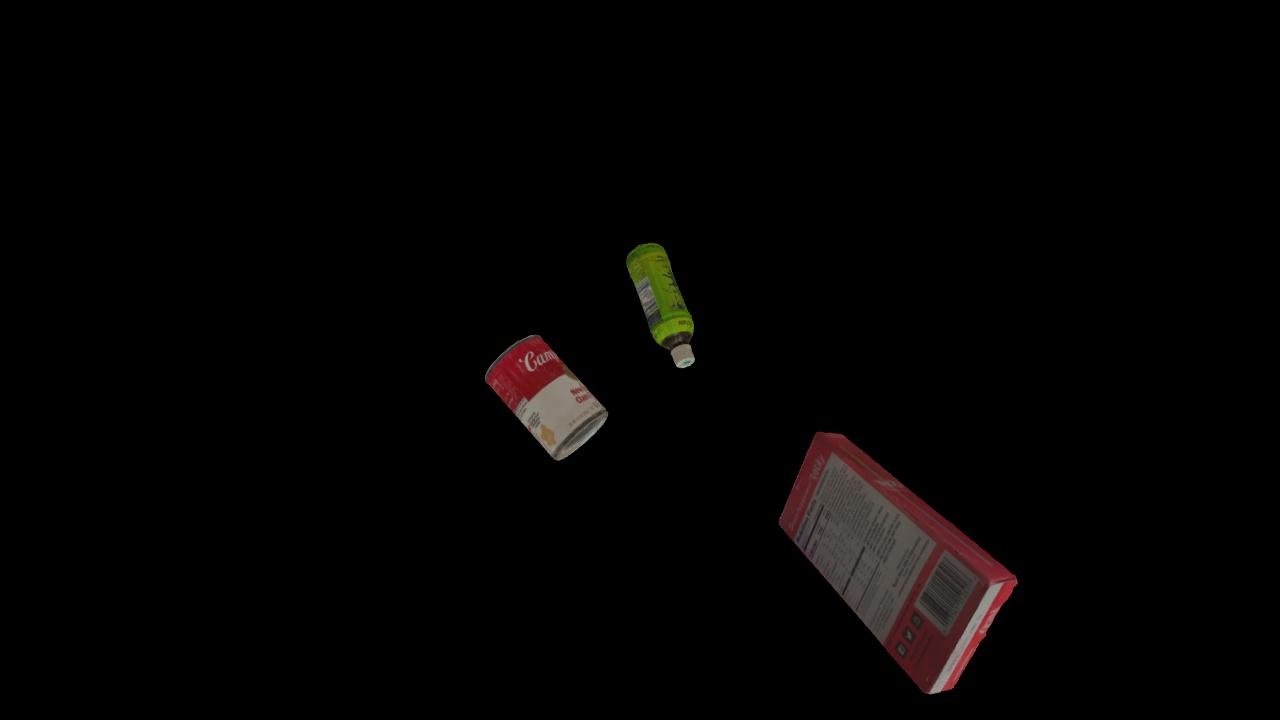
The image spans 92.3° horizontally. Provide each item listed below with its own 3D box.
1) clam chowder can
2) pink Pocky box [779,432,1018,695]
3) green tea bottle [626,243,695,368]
[{"bbox_3d":[-0.087,0.035,0.575,0.068,0.102,0.068,-41,-11,-10],"label":"clam chowder can"},{"bbox_3d":[0.155,0.121,0.401,0.029,0.084,0.155,7,22,-26],"label":"pink Pocky box"},{"bbox_3d":[0.037,-0.083,0.963,0.073,0.212,0.073,-13,-26,-7],"label":"green tea bottle"}]
